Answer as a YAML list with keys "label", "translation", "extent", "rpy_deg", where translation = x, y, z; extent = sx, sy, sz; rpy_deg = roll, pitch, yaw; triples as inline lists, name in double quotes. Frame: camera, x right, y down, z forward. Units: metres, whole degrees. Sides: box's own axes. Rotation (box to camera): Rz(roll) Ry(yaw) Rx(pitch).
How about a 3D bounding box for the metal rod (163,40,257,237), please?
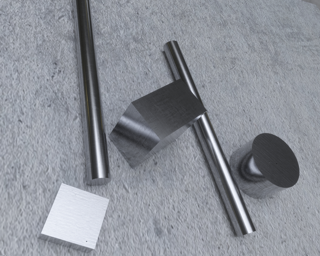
- label: "metal rod"
  translation: [0.062, 0.000, 0.439]
  extent: [0.025, 0.025, 0.299]
  rpy_deg: [-5, 64, -31]

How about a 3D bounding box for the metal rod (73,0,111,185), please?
- label: "metal rod"
  translation: [-0.092, -0.074, 0.399]
  extent: [0.025, 0.025, 0.299]
  rpy_deg: [3, 60, -27]

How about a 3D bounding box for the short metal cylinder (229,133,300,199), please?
- label: "short metal cylinder"
  translation: [0.146, 0.054, 0.436]
  extent: [0.081, 0.050, 0.080]
  rpy_deg: [14, 56, -21]

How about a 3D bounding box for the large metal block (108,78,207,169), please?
- label: "large metal block"
  translation: [-0.004, -0.005, 0.371]
  extent: [0.081, 0.080, 0.050]
  rpy_deg: [-31, 80, -38]

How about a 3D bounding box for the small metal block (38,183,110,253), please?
- label: "small metal block"
  translation: [-0.084, 0.089, 0.305]
  extent: [0.050, 0.025, 0.050]
  rpy_deg: [23, 53, -14]
